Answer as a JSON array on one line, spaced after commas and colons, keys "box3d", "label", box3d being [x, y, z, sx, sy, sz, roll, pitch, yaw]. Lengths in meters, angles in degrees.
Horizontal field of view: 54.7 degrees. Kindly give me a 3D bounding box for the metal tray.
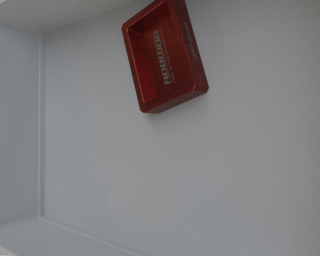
[{"box3d": [0.003, -0.093, 0.399, 0.090, 0.030, 0.129, -22, 76, 37], "label": "metal tray"}]
